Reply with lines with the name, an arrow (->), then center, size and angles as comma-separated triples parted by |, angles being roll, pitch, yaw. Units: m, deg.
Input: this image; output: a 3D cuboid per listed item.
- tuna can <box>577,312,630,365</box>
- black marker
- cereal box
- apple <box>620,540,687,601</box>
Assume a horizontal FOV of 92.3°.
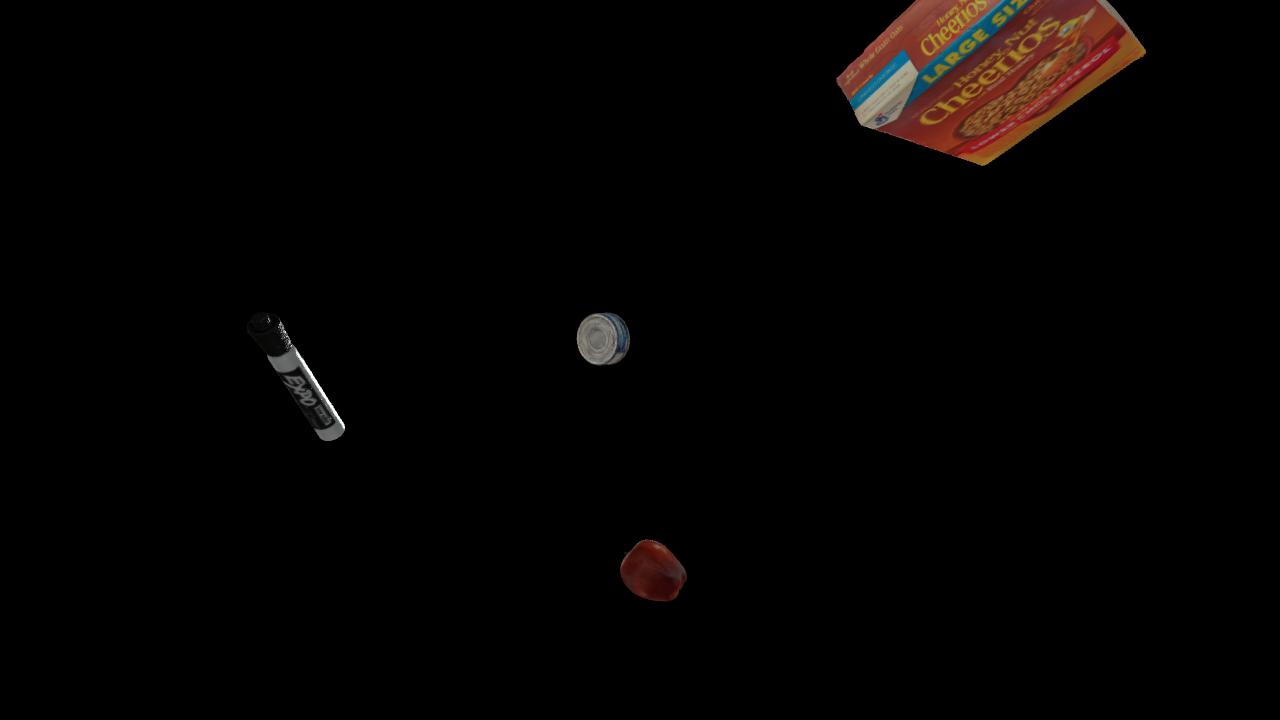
tuna can -> -0.060, -0.034, 0.976 | 0.084, 0.084, 0.034 | 0, 3, 32
black marker -> -0.229, 0.014, 0.413 | 0.020, 0.020, 0.121 | 0, -41, -1
cereal box -> 0.392, -0.326, 0.681 | 0.306, 0.081, 0.203 | -4, -23, -39
apple -> 0.016, 0.298, 0.865 | 0.093, 0.079, 0.079 | 30, 11, 20
